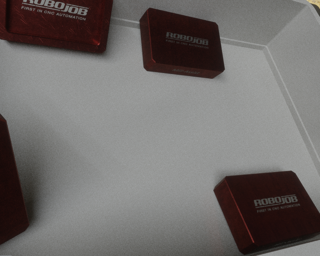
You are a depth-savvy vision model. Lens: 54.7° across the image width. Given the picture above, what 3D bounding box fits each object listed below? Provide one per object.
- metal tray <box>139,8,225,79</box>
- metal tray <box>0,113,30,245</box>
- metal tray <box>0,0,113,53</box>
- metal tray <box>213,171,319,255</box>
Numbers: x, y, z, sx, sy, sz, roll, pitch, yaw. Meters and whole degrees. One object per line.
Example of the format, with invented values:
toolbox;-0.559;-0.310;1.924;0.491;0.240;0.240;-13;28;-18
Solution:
metal tray;0.036;-0.131;0.488;0.131;0.030;0.090;2;75;-28
metal tray;-0.153;0.050;0.225;0.091;0.129;0.030;-26;50;-37
metal tray;-0.129;-0.148;0.385;0.131;0.089;0.030;2;24;-27
metal tray;0.145;0.105;0.406;0.131;0.030;0.090;0;52;-28
